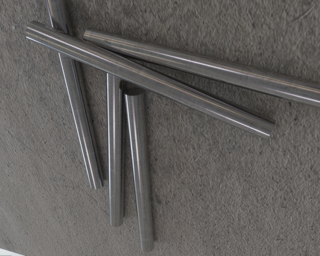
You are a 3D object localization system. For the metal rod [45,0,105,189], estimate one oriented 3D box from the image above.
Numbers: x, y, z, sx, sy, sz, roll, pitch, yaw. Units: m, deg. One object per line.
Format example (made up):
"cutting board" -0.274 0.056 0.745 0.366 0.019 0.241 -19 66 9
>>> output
"metal rod" -0.117 -0.034 0.447 0.025 0.025 0.298 9 123 23

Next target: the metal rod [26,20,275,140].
"metal rod" -0.016 -0.058 0.358 0.301 0.025 0.025 23 127 5

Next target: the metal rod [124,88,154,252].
"metal rod" -0.028 0.082 0.471 0.025 0.025 0.298 11 123 22

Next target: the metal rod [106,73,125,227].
"metal rod" -0.066 0.042 0.467 0.025 0.025 0.298 18 126 18

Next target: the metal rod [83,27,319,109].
"metal rod" 0.049 -0.067 0.339 0.301 0.025 0.025 18 126 17
